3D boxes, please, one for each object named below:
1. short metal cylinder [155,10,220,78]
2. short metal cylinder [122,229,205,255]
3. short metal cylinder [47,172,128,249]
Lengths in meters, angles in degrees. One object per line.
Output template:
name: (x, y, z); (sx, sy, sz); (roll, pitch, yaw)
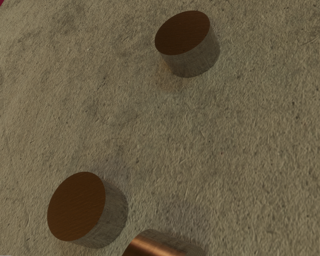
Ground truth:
short metal cylinder: (0.039, -0.119, 0.440); (0.080, 0.050, 0.080); (-13, 56, 21)
short metal cylinder: (0.001, 0.140, 0.282); (0.050, 0.080, 0.080); (10, 67, 32)
short metal cylinder: (-0.086, 0.099, 0.372); (0.080, 0.050, 0.080); (-13, 56, 21)
